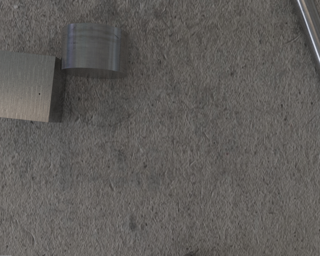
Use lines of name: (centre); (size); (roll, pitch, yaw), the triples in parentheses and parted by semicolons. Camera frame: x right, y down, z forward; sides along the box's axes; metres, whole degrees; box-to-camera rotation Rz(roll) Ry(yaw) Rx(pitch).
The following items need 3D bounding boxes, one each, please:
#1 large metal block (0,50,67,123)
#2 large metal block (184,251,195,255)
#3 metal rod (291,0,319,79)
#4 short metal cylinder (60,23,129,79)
large metal block: (-0.170, -0.051, 0.396); (0.080, 0.050, 0.080); (6, 90, 0)
large metal block: (0.030, 0.222, 0.398); (0.080, 0.050, 0.080); (-30, 90, 0)
metal rod: (0.200, -0.141, 0.411); (0.025, 0.025, 0.299); (-20, 90, 0)
short metal cylinder: (-0.080, -0.092, 0.382); (0.081, 0.080, 0.050); (2, 90, 0)
